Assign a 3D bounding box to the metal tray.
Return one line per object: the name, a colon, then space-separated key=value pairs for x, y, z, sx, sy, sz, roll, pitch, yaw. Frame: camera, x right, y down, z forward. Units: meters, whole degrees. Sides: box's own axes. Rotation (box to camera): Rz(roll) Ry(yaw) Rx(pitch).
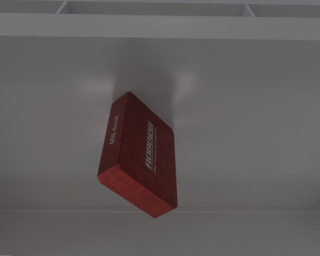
metal tray: x=-0.021 y=0.027 z=0.363 sx=0.030 sy=0.130 sz=0.090 roll=-33 pitch=123 yaw=25
